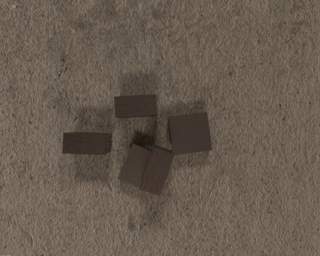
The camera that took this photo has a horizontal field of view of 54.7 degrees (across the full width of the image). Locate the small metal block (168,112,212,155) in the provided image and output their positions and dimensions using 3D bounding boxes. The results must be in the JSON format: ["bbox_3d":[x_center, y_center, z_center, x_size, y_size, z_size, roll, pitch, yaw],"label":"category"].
[{"bbox_3d":[0.039,0.007,0.411,0.050,0.025,0.050,-8,90,-1],"label":"small metal block"}]

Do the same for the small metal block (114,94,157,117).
[{"bbox_3d":[-0.029,-0.027,0.397,0.050,0.050,0.025,-4,90,-1],"label":"small metal block"}]

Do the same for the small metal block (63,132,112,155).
[{"bbox_3d":[-0.091,0.019,0.396,0.050,0.050,0.025,2,90,-1],"label":"small metal block"}]

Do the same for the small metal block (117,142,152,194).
[{"bbox_3d":[-0.022,0.052,0.410,0.050,0.025,0.050,24,90,-1],"label":"small metal block"}]

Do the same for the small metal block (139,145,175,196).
[{"bbox_3d":[-0.004,0.049,0.373,0.025,0.050,0.050,19,90,-1],"label":"small metal block"}]
